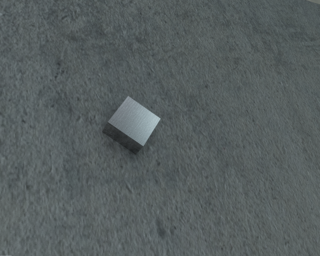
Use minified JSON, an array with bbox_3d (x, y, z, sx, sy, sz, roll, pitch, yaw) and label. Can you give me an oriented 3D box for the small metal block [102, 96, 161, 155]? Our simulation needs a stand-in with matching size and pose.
[{"bbox_3d":[-0.035,-0.004,0.387,0.050,0.025,0.050,35,51,-5],"label":"small metal block"}]
